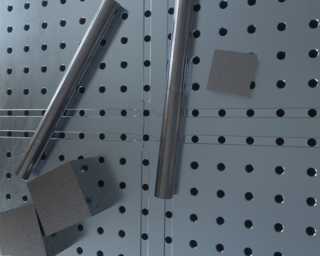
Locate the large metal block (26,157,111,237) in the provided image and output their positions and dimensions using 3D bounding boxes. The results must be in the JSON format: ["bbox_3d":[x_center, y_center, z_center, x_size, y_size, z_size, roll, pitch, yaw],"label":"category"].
[{"bbox_3d":[-0.131,0.097,0.446,0.080,0.050,0.080,-27,81,17],"label":"large metal block"}]

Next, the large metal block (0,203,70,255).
[{"bbox_3d":[-0.194,0.156,0.468,0.080,0.050,0.080,-18,84,19],"label":"large metal block"}]

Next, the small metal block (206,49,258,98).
[{"bbox_3d":[0.089,-0.066,0.381,0.050,0.025,0.050,13,94,19],"label":"small metal block"}]

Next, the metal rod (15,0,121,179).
[{"bbox_3d":[-0.141,-0.053,0.462,0.025,0.025,0.299,34,101,17],"label":"metal rod"}]

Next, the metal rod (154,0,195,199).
[{"bbox_3d":[0.021,-0.057,0.405,0.025,0.025,0.298,7,92,20],"label":"metal rod"}]
